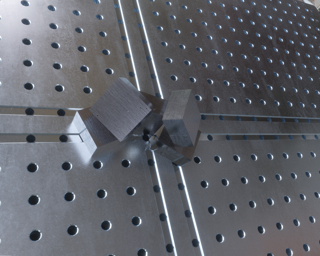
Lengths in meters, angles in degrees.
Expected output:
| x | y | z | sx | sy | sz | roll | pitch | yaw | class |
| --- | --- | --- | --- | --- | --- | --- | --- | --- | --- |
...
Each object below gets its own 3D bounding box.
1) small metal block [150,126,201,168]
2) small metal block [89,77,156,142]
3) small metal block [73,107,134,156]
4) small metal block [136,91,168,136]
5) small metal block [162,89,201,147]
| x | y | z | sx | sy | sz | roll | pitch | yaw | class |
| --- | --- | --- | --- | --- | --- | --- | --- | --- | --- |
| 0.022 | 0.016 | 0.412 | 0.050 | 0.025 | 0.050 | 31 | 51 | -9 | small metal block |
| -0.041 | -0.021 | 0.348 | 0.050 | 0.050 | 0.025 | 45 | 12 | 3 | small metal block |
| -0.069 | -0.001 | 0.373 | 0.050 | 0.025 | 0.050 | -21 | 73 | -36 | small metal block |
| -0.021 | -0.018 | 0.393 | 0.050 | 0.050 | 0.025 | 17 | 55 | -19 | small metal block |
| 0.028 | -0.012 | 0.382 | 0.050 | 0.025 | 0.050 | 64 | 35 | -43 | small metal block |
